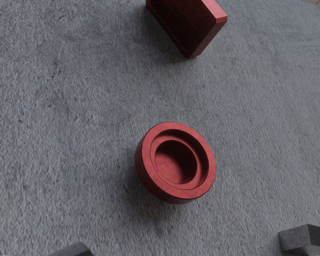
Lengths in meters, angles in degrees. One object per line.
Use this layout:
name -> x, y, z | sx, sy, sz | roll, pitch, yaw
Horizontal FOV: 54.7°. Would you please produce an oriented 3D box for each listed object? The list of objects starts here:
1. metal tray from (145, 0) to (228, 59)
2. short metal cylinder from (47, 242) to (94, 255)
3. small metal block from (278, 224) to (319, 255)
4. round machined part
metal tray -> 0.038, -0.190, 0.500 | 0.030, 0.090, 0.130 | -26, 77, -37
short metal cylinder -> -0.075, 0.139, 0.244 | 0.050, 0.080, 0.080 | -15, 70, -35
small metal block -> 0.194, 0.148, 0.405 | 0.050, 0.050, 0.025 | 17, 55, -19
round machined part -> 0.015, 0.045, 0.375 | 0.099, 0.042, 0.098 | 14, 56, -21
